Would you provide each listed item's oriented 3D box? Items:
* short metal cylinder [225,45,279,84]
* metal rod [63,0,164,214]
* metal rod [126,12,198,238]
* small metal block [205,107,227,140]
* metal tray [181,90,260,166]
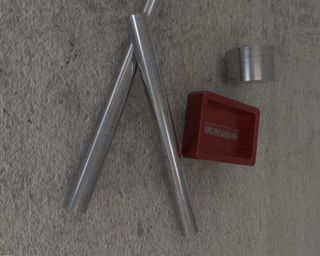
[{"bbox_3d":[0.145,-0.097,0.490,0.081,0.080,0.050,-6,94,-40],"label":"short metal cylinder"},{"bbox_3d":[-0.045,-0.050,0.366,0.025,0.025,0.299,29,72,-36],"label":"metal rod"},{"bbox_3d":[0.008,0.011,0.391,0.025,0.025,0.298,-29,114,-36],"label":"metal rod"},{"bbox_3d":[0.073,-0.003,0.466,0.050,0.025,0.050,26,74,-37],"label":"small metal block"},{"bbox_3d":[0.091,0.005,0.445,0.131,0.030,0.090,12,83,-39],"label":"metal tray"}]
